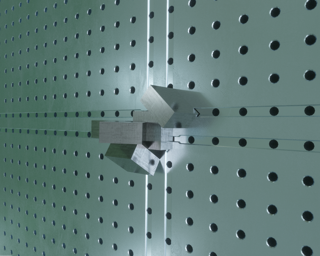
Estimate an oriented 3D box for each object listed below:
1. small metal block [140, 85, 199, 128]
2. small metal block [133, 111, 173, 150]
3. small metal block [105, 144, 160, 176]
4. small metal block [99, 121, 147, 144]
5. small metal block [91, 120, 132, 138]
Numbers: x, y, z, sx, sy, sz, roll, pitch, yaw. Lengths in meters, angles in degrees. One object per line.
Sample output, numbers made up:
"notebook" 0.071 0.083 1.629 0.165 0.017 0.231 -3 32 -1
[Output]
"small metal block" 0.012 -0.026 0.384 0.050 0.050 0.025 51 119 28
"small metal block" -0.010 0.003 0.419 0.050 0.025 0.050 2 91 39
"small metal block" -0.037 0.040 0.422 0.050 0.050 0.025 2 60 40
"small metal block" -0.044 0.005 0.385 0.050 0.050 0.025 2 92 3
"small metal block" -0.063 0.002 0.445 0.050 0.050 0.025 2 92 40
